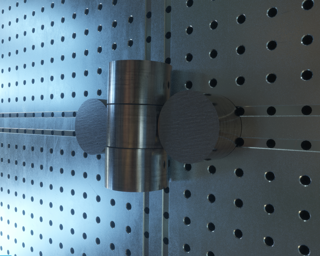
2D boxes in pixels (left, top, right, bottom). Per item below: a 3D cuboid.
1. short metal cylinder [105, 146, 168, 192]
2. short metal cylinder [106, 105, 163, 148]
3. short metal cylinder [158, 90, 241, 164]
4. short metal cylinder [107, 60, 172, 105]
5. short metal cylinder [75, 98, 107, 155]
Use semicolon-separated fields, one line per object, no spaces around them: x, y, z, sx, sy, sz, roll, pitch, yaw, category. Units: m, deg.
-0.030;0.048;0.395;0.080;0.081;0.050;2;91;39;short metal cylinder
-0.027;-0.003;0.393;0.080;0.081;0.050;3;92;39;short metal cylinder
0.044;-0.001;0.354;0.080;0.050;0.079;0;90;39;short metal cylinder
-0.026;-0.054;0.392;0.080;0.081;0.050;4;92;39;short metal cylinder
-0.080;-0.002;0.456;0.080;0.050;0.079;0;90;39;short metal cylinder
